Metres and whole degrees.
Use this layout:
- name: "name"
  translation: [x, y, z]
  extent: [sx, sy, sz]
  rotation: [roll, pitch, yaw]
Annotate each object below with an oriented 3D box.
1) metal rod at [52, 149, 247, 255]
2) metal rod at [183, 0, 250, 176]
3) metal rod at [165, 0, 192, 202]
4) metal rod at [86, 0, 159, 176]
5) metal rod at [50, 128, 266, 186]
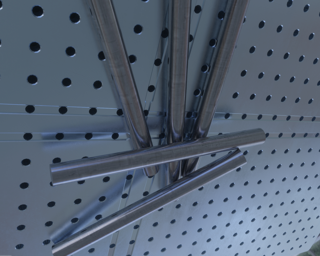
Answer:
- name: "metal rod"
  translation: [-0.014, 0.110, 0.447]
  extent: [0.301, 0.025, 0.025]
  rotation: [-27, 129, -2]
- name: "metal rod"
  translation: [0.073, -0.059, 0.416]
  extent: [0.025, 0.025, 0.298]
  rotation: [-2, 119, -28]
- name: "metal rod"
  translation: [0.021, -0.019, 0.412]
  extent: [0.025, 0.025, 0.298]
  rotation: [-13, 124, -21]
- name: "metal rod"
  translation: [-0.042, -0.057, 0.354]
  extent: [0.025, 0.025, 0.298]
  rotation: [-24, 128, -14]
- name: "metal rod"
  translation: [0.015, 0.032, 0.407]
  extent: [0.303, 0.025, 0.025]
  rotation: [-8, 122, -24]
